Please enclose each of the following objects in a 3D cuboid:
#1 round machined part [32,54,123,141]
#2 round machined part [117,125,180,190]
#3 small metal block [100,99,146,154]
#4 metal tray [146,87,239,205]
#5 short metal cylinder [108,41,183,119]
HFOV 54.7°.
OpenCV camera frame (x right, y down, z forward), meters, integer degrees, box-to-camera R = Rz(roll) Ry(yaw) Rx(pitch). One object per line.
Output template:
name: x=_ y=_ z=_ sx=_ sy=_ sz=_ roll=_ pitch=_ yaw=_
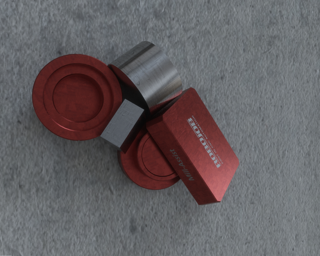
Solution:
round machined part: x=-0.097 y=-0.034 z=0.366 sx=0.099 sy=0.042 sz=0.097 roll=0 pitch=90 yaw=-21
round machined part: x=-0.002 y=0.032 z=0.401 sx=0.099 sy=0.042 sz=0.097 roll=0 pitch=90 yaw=-21
small metal block: x=-0.041 y=0.000 z=0.364 sx=0.025 sy=0.050 sz=0.050 roll=31 pitch=79 yaw=7
metal tray: x=0.048 y=0.022 z=0.403 sx=0.130 sy=0.030 sz=0.090 roll=56 pitch=42 yaw=-12
short metal cylinder: x=-0.019 y=-0.057 z=0.376 sx=0.050 sy=0.080 sz=0.080 roll=-40 pitch=103 yaw=-16
